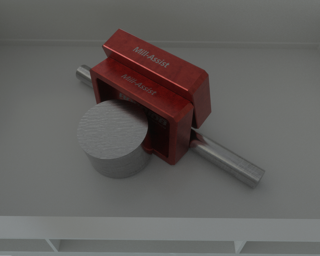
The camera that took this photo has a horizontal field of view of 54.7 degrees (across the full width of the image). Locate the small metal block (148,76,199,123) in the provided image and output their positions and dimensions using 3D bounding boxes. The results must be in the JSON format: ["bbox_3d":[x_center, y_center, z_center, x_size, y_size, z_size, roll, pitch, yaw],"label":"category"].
[{"bbox_3d":[0.019,-0.042,0.438,0.050,0.025,0.050,33,57,24],"label":"small metal block"}]

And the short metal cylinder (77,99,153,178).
[{"bbox_3d":[-0.051,0.013,0.368,0.080,0.050,0.080,-3,57,4],"label":"short metal cylinder"}]

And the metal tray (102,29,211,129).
[{"bbox_3d":[-0.002,-0.058,0.377,0.130,0.090,0.030,32,74,23],"label":"metal tray"}]

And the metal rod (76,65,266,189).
[{"bbox_3d":[-0.002,-0.013,0.416,0.300,0.025,0.025,32,57,23],"label":"metal rod"}]

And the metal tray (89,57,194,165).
[{"bbox_3d":[-0.024,-0.020,0.378,0.130,0.089,0.030,32,57,23],"label":"metal tray"}]
